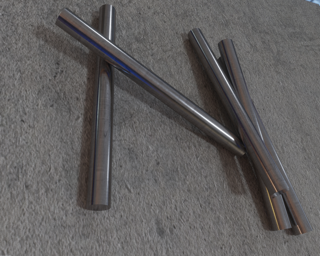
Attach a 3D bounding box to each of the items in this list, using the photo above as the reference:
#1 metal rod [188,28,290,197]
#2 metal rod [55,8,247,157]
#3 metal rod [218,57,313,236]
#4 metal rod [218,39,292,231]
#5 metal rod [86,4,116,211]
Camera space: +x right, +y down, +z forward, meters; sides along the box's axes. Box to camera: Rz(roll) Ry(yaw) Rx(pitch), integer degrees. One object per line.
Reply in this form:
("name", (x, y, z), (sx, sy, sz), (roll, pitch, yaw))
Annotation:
("metal rod", (0.105, -0.041, 0.461), (0.025, 0.025, 0.299), (-2, 56, -29))
("metal rod", (0.000, -0.052, 0.413), (0.301, 0.025, 0.025), (35, 51, -14))
("metal rod", (0.153, 0.011, 0.479), (0.025, 0.025, 0.299), (-4, 64, -30))
("metal rod", (0.135, -0.003, 0.461), (0.025, 0.025, 0.299), (1, 66, -28))
("metal rod", (-0.071, -0.047, 0.393), (0.025, 0.025, 0.299), (11, 57, -23))
